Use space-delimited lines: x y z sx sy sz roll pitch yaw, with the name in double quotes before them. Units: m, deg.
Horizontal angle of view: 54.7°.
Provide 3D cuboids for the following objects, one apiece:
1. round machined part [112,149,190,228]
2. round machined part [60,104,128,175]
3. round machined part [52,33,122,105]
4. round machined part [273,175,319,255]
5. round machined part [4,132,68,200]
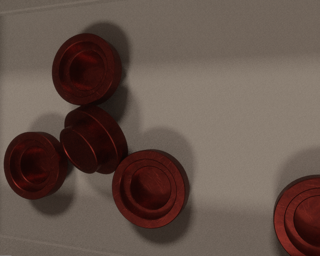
"round machined part" -0.009 0.076 0.404 0.098 0.042 0.097 0 90 19
"round machined part" -0.093 0.021 0.408 0.098 0.042 0.097 21 130 28
"round machined part" -0.097 -0.078 0.433 0.098 0.042 0.097 -1 88 19
"round machined part" 0.177 0.100 0.339 0.098 0.042 0.097 0 90 19
"round machined part" -0.179 0.054 0.463 0.098 0.042 0.097 0 90 19
